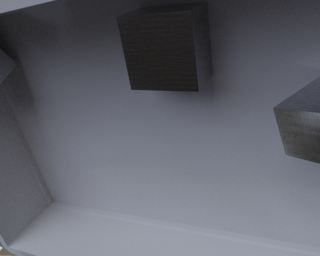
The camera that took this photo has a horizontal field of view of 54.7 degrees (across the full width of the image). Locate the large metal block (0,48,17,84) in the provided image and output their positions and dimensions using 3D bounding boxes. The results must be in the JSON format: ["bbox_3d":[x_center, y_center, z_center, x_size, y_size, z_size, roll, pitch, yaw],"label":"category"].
[{"bbox_3d":[-0.271,-0.090,0.439,0.050,0.080,0.080,5,148,36],"label":"large metal block"}]

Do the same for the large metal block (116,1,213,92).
[{"bbox_3d":[0.008,-0.087,0.335,0.080,0.050,0.079,5,121,25],"label":"large metal block"}]

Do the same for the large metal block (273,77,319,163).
[{"bbox_3d":[0.160,-0.010,0.263,0.080,0.080,0.050,16,133,60],"label":"large metal block"}]
